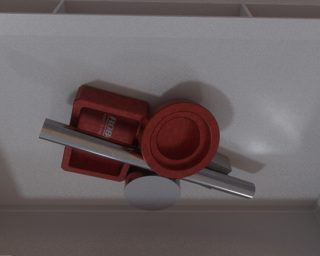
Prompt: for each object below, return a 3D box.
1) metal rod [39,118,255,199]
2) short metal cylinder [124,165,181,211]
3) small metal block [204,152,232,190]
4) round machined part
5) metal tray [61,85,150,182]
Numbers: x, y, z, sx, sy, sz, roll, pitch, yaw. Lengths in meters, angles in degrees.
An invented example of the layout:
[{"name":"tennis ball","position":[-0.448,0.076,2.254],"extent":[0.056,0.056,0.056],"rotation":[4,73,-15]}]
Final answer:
[{"name":"metal rod","position":[-0.002,0.046,0.409],"extent":[0.302,0.025,0.025],"rotation":[19,128,-19]},{"name":"short metal cylinder","position":[-0.011,0.078,0.456],"extent":[0.081,0.050,0.079],"rotation":[0,130,0]},{"name":"small metal block","position":[0.069,0.060,0.459],"extent":[0.050,0.025,0.050],"rotation":[25,126,-20]},{"name":"round machined part","position":[0.021,0.010,0.389],"extent":[0.099,0.042,0.097],"rotation":[-4,109,-13]},{"name":"metal tray","position":[-0.075,0.013,0.413],"extent":[0.091,0.030,0.129],"rotation":[14,129,-13]}]
